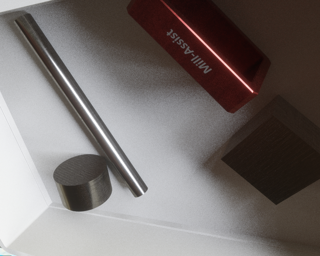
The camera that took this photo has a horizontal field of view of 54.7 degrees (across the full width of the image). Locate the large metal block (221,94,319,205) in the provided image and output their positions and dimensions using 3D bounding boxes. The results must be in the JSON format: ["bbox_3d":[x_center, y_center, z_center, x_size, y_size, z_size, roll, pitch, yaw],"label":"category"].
[{"bbox_3d":[0.129,0.025,0.340,0.080,0.050,0.080,40,129,0],"label":"large metal block"}]

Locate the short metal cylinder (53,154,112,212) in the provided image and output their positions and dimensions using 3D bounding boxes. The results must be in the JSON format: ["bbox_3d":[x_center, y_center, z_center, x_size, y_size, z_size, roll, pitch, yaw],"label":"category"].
[{"bbox_3d":[-0.120,0.084,0.486,0.080,0.080,0.050,7,122,24],"label":"short metal cylinder"}]

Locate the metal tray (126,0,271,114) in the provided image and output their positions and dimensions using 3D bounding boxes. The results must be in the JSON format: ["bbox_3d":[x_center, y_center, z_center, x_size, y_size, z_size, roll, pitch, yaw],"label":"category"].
[{"bbox_3d":[0.043,-0.084,0.291,0.130,0.090,0.030,44,129,-3],"label":"metal tray"}]

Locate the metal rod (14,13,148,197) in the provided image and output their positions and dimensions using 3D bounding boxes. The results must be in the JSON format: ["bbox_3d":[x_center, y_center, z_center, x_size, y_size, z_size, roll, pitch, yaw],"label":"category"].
[{"bbox_3d":[-0.107,-0.023,0.448,0.025,0.025,0.299,-22,107,36],"label":"metal rod"}]
